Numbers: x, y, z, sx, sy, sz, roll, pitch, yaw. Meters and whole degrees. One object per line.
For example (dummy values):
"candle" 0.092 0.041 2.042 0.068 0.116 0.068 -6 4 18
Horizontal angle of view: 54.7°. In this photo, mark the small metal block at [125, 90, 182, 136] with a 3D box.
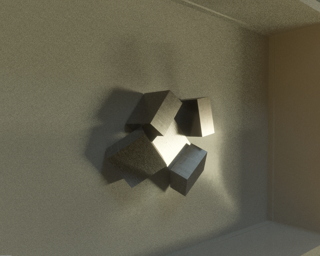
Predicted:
"small metal block" -0.008 -0.018 0.383 0.025 0.050 0.050 44 63 -31

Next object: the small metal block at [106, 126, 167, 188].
"small metal block" -0.028 0.035 0.368 0.050 0.025 0.050 -33 115 0

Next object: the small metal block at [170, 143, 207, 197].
"small metal block" 0.039 0.057 0.422 0.050 0.025 0.050 -49 156 -29

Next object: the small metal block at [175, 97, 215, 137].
"small metal block" 0.044 -0.015 0.427 0.025 0.050 0.050 -15 100 -40

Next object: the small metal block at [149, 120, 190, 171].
"small metal block" 0.007 0.021 0.412 0.050 0.025 0.050 -50 120 -29
